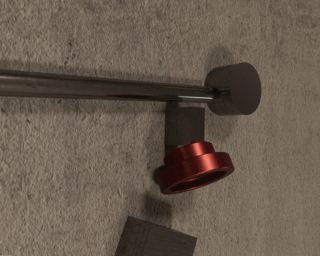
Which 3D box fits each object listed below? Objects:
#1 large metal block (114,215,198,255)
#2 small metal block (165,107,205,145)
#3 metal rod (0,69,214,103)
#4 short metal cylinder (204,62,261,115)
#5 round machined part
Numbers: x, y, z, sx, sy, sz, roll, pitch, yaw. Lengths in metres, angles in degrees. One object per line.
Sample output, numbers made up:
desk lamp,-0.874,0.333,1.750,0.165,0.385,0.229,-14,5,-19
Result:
large metal block,-0.008,0.163,0.384,0.080,0.050,0.080,30,71,-36
small metal block,0.033,-0.002,0.418,0.025,0.050,0.050,2,88,-41
metal rod,-0.043,-0.045,0.369,0.302,0.025,0.025,-2,92,-40
short metal cylinder,0.115,-0.060,0.488,0.081,0.050,0.079,0,90,-40
round machined part,0.043,0.050,0.403,0.099,0.098,0.042,2,61,-40
